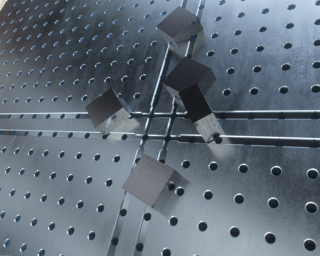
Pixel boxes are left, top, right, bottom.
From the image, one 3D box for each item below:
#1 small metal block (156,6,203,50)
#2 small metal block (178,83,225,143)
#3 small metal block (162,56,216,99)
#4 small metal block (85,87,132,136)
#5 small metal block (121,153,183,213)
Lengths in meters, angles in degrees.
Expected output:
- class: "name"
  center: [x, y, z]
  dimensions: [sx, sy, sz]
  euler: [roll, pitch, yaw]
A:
- class: "small metal block"
  center: [0.031, -0.160, 0.491]
  dimensions: [0.050, 0.025, 0.050]
  euler: [-42, 51, -1]
- class: "small metal block"
  center: [0.051, -0.018, 0.377]
  dimensions: [0.025, 0.050, 0.050]
  euler: [-29, 52, 10]
- class: "small metal block"
  center: [0.040, -0.065, 0.428]
  dimensions: [0.050, 0.025, 0.050]
  euler: [-49, 51, -7]
- class: "small metal block"
  center: [-0.078, -0.025, 0.466]
  dimensions: [0.050, 0.025, 0.050]
  euler: [-36, 51, 4]
- class: "small metal block"
  center: [-0.010, 0.065, 0.374]
  dimensions: [0.050, 0.025, 0.050]
  euler: [24, 74, 36]
